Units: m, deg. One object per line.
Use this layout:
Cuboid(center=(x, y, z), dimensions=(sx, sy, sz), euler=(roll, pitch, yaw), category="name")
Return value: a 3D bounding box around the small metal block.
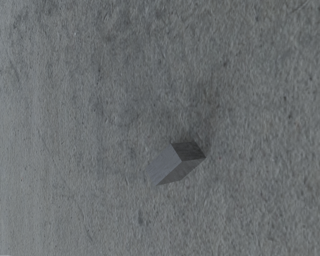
Cuboid(center=(0.019, 0.042, 0.374), dimensions=(0.050, 0.050, 0.025), euler=(-47, 62, 30), category="small metal block")
